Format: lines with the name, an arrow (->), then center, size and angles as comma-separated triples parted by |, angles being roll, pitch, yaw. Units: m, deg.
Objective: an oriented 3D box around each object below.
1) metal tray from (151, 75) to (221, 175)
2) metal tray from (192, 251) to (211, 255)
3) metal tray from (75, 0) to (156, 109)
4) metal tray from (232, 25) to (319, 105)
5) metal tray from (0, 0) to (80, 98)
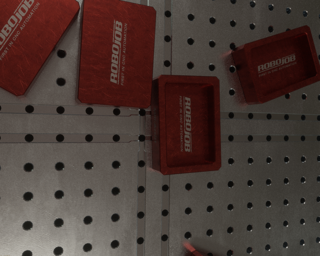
metal tray -> 0.036, -0.005, 0.424 | 0.091, 0.030, 0.129 | -2, 91, -21
metal tray -> 0.091, 0.242, 0.445 | 0.131, 0.030, 0.090 | 26, 81, -19
metal tray -> -0.055, -0.092, 0.390 | 0.091, 0.030, 0.129 | 4, 89, -21
metal tray -> 0.184, -0.098, 0.479 | 0.131, 0.030, 0.090 | -21, 97, -19
metal tray -> -0.163, -0.110, 0.350 | 0.090, 0.030, 0.130 | 32, 80, -18
